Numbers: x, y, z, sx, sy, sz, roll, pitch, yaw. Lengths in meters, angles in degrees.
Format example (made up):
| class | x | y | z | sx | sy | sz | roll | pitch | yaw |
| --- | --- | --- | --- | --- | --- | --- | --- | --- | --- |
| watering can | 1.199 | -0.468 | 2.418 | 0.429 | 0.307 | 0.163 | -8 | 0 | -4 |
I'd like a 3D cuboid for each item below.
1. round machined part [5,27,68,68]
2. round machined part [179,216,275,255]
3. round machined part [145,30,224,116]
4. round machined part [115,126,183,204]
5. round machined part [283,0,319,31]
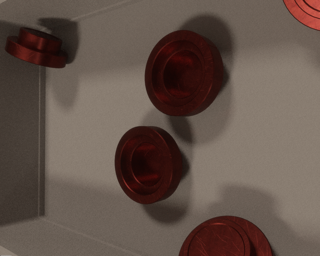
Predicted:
| class | x | y | z | sx | sy | sz | roll | pitch | yaw |
| --- | --- | --- | --- | --- | --- | --- | --- | --- | --- |
| round machined part | -0.205 | -0.139 | 0.525 | 0.098 | 0.099 | 0.042 | 33 | 111 | 34 |
| round machined part | 0.062 | 0.131 | 0.308 | 0.098 | 0.042 | 0.098 | -19 | 38 | 16 |
| round machined part | 0.032 | -0.062 | 0.368 | 0.098 | 0.042 | 0.097 | 0 | 90 | 39 |
| round machined part | -0.010 | 0.046 | 0.402 | 0.098 | 0.042 | 0.097 | 0 | 90 | 39 |
| round machined part | 0.146 | -0.126 | 0.250 | 0.098 | 0.042 | 0.097 | 21 | 129 | 28 |
